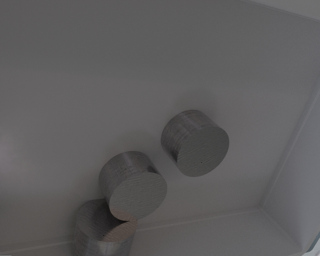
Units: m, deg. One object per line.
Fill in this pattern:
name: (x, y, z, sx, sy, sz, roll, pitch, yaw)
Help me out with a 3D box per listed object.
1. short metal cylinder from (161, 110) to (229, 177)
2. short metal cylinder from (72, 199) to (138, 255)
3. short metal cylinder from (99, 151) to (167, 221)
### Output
short metal cylinder: (0.048, 0.021, 0.432, 0.081, 0.050, 0.079, -14, 124, -21)
short metal cylinder: (-0.075, 0.142, 0.420, 0.081, 0.080, 0.050, 0, 118, -29)
short metal cylinder: (-0.037, 0.078, 0.420, 0.081, 0.050, 0.079, -14, 124, -21)
